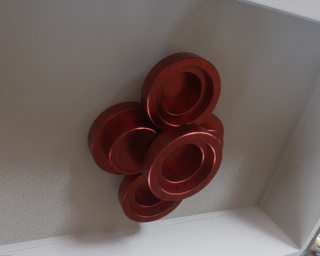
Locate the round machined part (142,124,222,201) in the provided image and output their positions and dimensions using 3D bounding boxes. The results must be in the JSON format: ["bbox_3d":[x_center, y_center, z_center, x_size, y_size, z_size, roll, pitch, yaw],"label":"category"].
[{"bbox_3d":[0.023,0.037,0.378,0.099,0.042,0.097,-14,125,-21],"label":"round machined part"}]

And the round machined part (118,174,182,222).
[{"bbox_3d":[-0.013,0.083,0.441,0.099,0.042,0.097,-14,125,-21],"label":"round machined part"}]

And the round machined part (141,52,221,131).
[{"bbox_3d":[0.022,-0.046,0.380,0.099,0.042,0.097,-14,125,-21],"label":"round machined part"}]

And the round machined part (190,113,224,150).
[{"bbox_3d":[0.050,0.023,0.438,0.099,0.042,0.097,-14,125,-21],"label":"round machined part"}]

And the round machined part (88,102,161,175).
[{"bbox_3d":[-0.037,0.020,0.389,0.099,0.042,0.097,-14,125,-21],"label":"round machined part"}]
